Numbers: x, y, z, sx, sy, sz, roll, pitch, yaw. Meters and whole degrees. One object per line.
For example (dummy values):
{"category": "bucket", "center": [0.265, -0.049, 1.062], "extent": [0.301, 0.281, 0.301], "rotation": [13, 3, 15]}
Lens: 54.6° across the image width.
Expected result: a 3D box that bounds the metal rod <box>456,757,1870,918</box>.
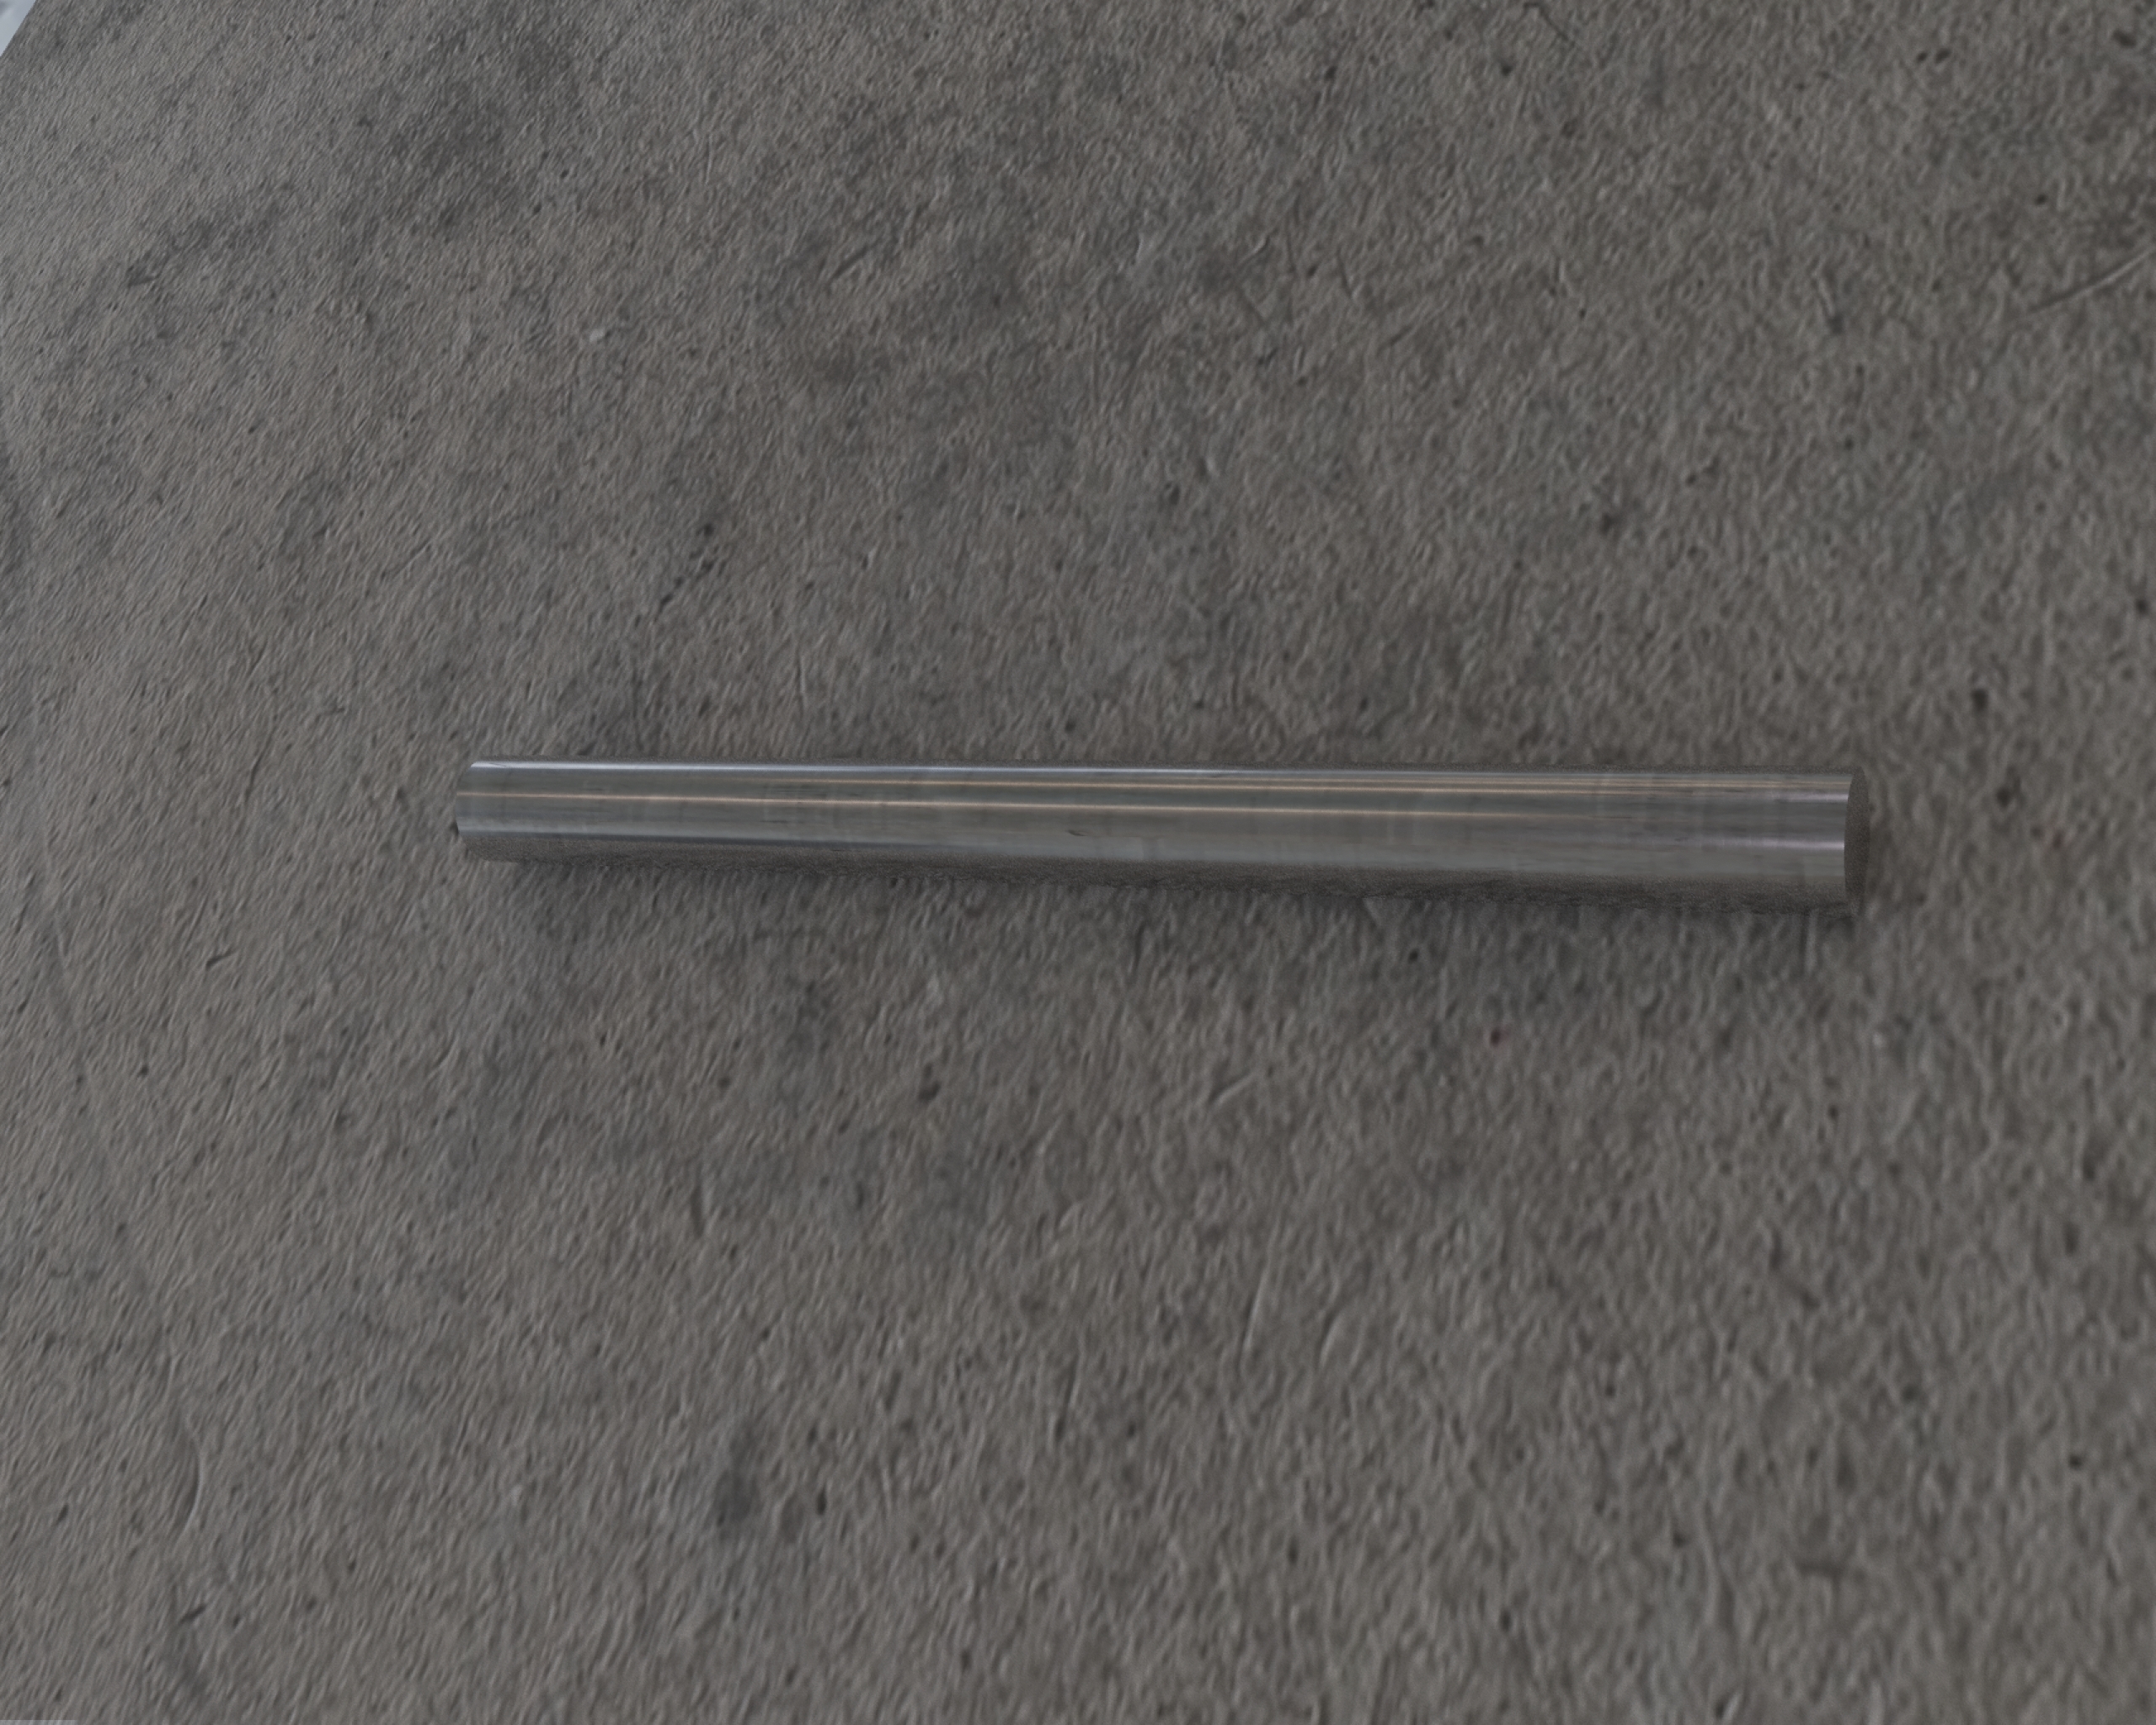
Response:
{"category": "metal rod", "center": [-0.004, -0.008, 0.413], "extent": [0.300, 0.025, 0.025], "rotation": [2, 63, 29]}
